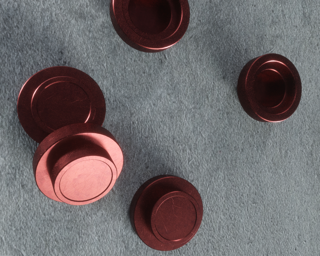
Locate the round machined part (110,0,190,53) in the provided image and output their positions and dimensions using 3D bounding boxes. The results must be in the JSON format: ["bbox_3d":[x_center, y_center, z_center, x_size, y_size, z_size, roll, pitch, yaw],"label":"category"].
[{"bbox_3d":[-0.015,-0.144,0.394,0.099,0.042,0.097,0,90,-20],"label":"round machined part"}]

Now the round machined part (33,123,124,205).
[{"bbox_3d":[-0.087,0.047,0.345,0.099,0.042,0.097,-15,126,-21],"label":"round machined part"}]

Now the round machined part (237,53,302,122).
[{"bbox_3d":[0.155,-0.057,0.457,0.099,0.042,0.097,0,90,-20],"label":"round machined part"}]

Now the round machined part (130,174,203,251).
[{"bbox_3d":[0.013,0.112,0.405,0.099,0.042,0.097,0,90,-20],"label":"round machined part"}]

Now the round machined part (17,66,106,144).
[{"bbox_3d":[-0.112,-0.023,0.359,0.099,0.042,0.097,0,90,-20],"label":"round machined part"}]
